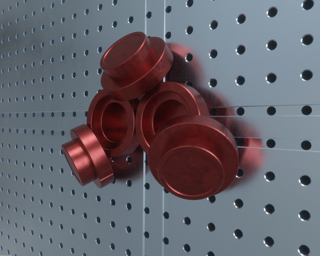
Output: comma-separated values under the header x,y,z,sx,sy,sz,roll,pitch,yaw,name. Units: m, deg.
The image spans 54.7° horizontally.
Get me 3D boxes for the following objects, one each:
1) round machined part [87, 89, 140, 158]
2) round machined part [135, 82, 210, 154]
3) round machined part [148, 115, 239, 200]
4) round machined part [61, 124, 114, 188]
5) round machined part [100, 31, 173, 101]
x,y,z,sx,sy,sz,roll,pitch,yaw,name
-0.057,-0.008,0.442,0.098,0.042,0.097,0,90,39,round machined part
0.019,-0.006,0.380,0.098,0.042,0.097,0,90,39,round machined part
0.035,0.038,0.333,0.098,0.042,0.097,4,118,9,round machined part
-0.111,0.047,0.457,0.098,0.042,0.097,46,152,35,round machined part
-0.036,-0.084,0.393,0.098,0.042,0.098,-22,41,21,round machined part
